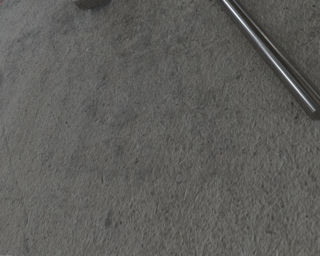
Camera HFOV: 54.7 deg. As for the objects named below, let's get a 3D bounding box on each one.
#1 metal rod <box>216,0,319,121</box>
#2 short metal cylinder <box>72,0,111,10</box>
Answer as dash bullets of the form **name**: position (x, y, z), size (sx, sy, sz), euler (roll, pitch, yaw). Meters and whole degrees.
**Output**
- **metal rod**: position (0.127, -0.127, 0.415), size (0.025, 0.025, 0.299), euler (-29, 52, 10)
- **short metal cylinder**: position (-0.138, -0.280, 0.613), size (0.050, 0.080, 0.080), euler (-6, 59, 25)
